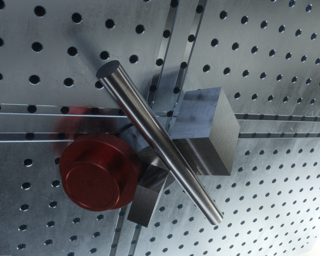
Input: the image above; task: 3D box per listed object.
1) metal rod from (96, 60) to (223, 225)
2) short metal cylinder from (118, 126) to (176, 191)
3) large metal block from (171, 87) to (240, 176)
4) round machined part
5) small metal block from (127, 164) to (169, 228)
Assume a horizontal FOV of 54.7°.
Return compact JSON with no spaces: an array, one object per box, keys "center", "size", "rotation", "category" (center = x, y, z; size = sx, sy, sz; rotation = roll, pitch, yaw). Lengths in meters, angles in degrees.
[{"center":[0.018,0.041,0.377],"size":[0.025,0.025,0.300],"rotation":[-37,129,-3],"category":"metal rod"},{"center":[-0.018,0.041,0.406],"size":[0.081,0.050,0.079],"rotation":[-14,124,-21],"category":"short metal cylinder"},{"center":[0.062,0.006,0.400],"size":[0.080,0.050,0.080],"rotation":[55,43,-39],"category":"large metal block"},{"center":[-0.072,0.057,0.358],"size":[0.098,0.042,0.097],"rotation":[6,117,12],"category":"round machined part"},{"center":[-0.013,0.078,0.364],"size":[0.025,0.050,0.050],"rotation":[20,114,7],"category":"small metal block"}]
